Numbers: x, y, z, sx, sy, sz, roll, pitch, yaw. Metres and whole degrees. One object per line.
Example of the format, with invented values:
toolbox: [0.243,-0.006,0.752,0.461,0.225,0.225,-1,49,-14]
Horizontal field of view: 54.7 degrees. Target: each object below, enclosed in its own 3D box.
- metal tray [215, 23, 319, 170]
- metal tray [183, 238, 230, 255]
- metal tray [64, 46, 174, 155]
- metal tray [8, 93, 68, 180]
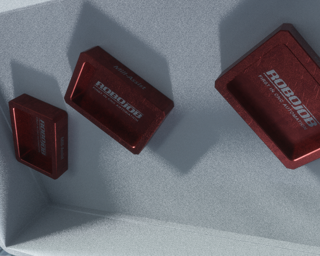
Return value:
metal tray: [0.132,-0.028,0.318,0.130,0.030,0.090,47,129,-6]
metal tray: [0.099,0.248,0.507,0.130,0.030,0.089,35,129,4]
metal tray: [-0.058,-0.035,0.412,0.130,0.030,0.089,37,129,3]
metal tray: [-0.201,0.017,0.518,0.090,0.030,0.129,22,127,14]
